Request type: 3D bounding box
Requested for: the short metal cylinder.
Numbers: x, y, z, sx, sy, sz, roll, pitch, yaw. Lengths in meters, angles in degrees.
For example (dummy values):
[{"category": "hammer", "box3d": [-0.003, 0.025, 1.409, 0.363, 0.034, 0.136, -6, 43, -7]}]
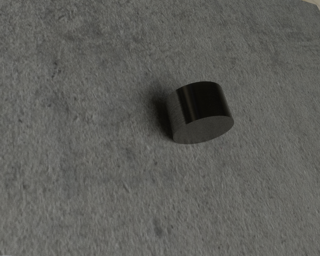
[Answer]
[{"category": "short metal cylinder", "box3d": [0.051, -0.018, 0.409, 0.081, 0.080, 0.050, 0, 62, -28]}]
